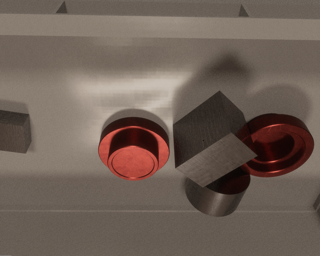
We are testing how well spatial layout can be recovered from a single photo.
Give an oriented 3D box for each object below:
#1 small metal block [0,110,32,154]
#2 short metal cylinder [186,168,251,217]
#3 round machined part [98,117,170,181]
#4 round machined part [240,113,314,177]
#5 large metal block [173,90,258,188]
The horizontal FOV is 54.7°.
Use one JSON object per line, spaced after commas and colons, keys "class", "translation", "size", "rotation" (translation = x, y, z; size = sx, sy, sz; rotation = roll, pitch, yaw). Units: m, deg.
{"class": "small metal block", "translation": [-0.202, 0.005, 0.410], "size": [0.050, 0.025, 0.050], "rotation": [8, 130, -8]}
{"class": "short metal cylinder", "translation": [0.081, 0.078, 0.441], "size": [0.081, 0.080, 0.050], "rotation": [7, 130, -6]}
{"class": "round machined part", "translation": [-0.036, 0.035, 0.428], "size": [0.099, 0.042, 0.097], "rotation": [-1, 130, 0]}
{"class": "round machined part", "translation": [0.148, 0.019, 0.416], "size": [0.099, 0.042, 0.097], "rotation": [-1, 130, 0]}
{"class": "large metal block", "translation": [0.064, 0.013, 0.386], "size": [0.080, 0.080, 0.050], "rotation": [-37, 121, 27]}
